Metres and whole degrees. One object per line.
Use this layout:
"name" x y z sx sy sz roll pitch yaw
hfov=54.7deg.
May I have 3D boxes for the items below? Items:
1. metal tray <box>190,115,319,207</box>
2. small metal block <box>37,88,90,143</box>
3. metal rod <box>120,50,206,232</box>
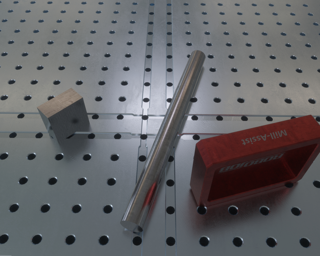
"metal tray" 0.102 0.038 0.334 0.131 0.089 0.030 -12 51 -10
"small metal block" -0.124 -0.016 0.404 0.050 0.050 0.025 -37 59 -27
"metal rod" 0.016 -0.007 0.413 0.025 0.025 0.300 14 51 11
